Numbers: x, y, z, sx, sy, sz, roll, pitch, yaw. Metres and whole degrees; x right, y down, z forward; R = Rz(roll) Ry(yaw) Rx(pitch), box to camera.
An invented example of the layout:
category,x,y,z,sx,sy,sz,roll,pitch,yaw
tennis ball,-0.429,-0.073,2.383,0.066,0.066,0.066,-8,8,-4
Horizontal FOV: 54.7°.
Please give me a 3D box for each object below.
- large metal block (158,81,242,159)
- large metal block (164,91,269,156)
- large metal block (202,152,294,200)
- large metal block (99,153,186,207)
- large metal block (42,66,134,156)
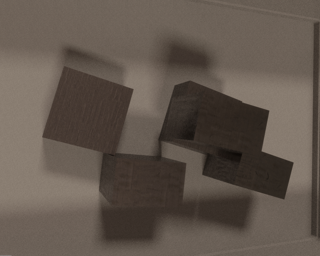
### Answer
category,x,y,z,sx,sy,sz,roll,pitch,yaw
large metal block,0.054,-0.010,0.418,0.081,0.050,0.080,19,84,-20
large metal block,0.061,-0.004,0.352,0.081,0.080,0.050,14,86,-20
large metal block,0.118,0.057,0.427,0.081,0.080,0.050,19,84,-20
large metal block,-0.024,0.060,0.373,0.081,0.080,0.050,7,88,-20
large metal block,-0.086,-0.018,0.366,0.081,0.050,0.080,17,84,-20
